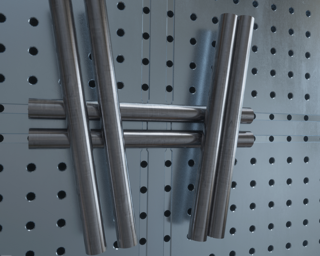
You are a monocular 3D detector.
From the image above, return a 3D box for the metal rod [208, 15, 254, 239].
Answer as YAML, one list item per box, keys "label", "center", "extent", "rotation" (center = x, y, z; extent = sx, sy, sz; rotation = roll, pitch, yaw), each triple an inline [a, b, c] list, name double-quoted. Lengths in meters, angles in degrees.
- label: "metal rod"
  center: [0.096, -0.004, 0.422]
  extent: [0.025, 0.025, 0.299]
  rotation: [10, 87, -20]

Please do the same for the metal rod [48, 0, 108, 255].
- label: "metal rod"
  center: [-0.093, -0.006, 0.352]
  extent: [0.025, 0.025, 0.298]
  rotation: [-9, 93, -20]

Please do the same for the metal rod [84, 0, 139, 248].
- label: "metal rod"
  center: [-0.057, -0.009, 0.365]
  extent: [0.025, 0.025, 0.298]
  rotation: [-8, 93, -20]

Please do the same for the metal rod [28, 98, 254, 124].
- label: "metal rod"
  center: [-0.009, -0.020, 0.409]
  extent: [0.302, 0.025, 0.025]
  rotation: [1, 90, -20]

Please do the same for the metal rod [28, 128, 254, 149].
- label: "metal rod"
  center: [-0.009, 0.015, 0.410]
  extent: [0.302, 0.025, 0.025]
  rotation: [1, 90, -20]

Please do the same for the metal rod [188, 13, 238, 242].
- label: "metal rod"
  center: [0.071, -0.003, 0.413]
  extent: [0.025, 0.025, 0.299]
  rotation: [10, 87, -20]
